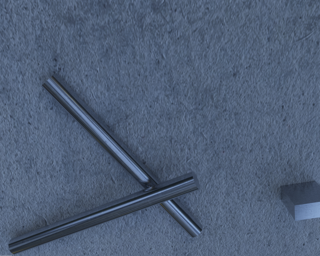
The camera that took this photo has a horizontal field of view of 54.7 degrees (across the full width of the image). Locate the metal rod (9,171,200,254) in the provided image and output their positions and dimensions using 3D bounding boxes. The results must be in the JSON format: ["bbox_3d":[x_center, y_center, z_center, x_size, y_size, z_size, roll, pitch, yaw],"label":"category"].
[{"bbox_3d":[-0.087,0.124,0.436,0.301,0.025,0.025,-23,109,14],"label":"metal rod"}]

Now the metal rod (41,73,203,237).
[{"bbox_3d":[-0.042,0.047,0.426,0.025,0.025,0.300,-38,106,12],"label":"metal rod"}]

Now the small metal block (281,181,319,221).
[{"bbox_3d":[0.205,0.102,0.437,0.050,0.050,0.025,-9,110,3],"label":"small metal block"}]
